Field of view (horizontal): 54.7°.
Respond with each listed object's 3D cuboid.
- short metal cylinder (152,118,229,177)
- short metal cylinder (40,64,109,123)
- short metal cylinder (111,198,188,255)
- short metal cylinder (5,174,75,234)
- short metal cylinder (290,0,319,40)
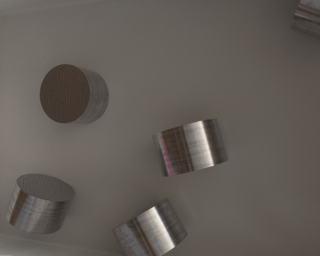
[{"bbox_3d":[0.035,0.023,0.369,0.080,0.080,0.050,-16,85,19],"label":"short metal cylinder"},{"bbox_3d":[-0.120,-0.046,0.440,0.080,0.050,0.080,0,90,20],"label":"short metal cylinder"},{"bbox_3d":[-0.013,0.129,0.386,0.080,0.080,0.050,-33,80,17],"label":"short metal cylinder"},{"bbox_3d":[-0.170,0.106,0.441,0.080,0.080,0.050,25,98,18],"label":"short metal cylinder"},{"bbox_3d":[0.178,-0.132,0.318,0.050,0.080,0.080,29,100,18],"label":"short metal cylinder"}]
